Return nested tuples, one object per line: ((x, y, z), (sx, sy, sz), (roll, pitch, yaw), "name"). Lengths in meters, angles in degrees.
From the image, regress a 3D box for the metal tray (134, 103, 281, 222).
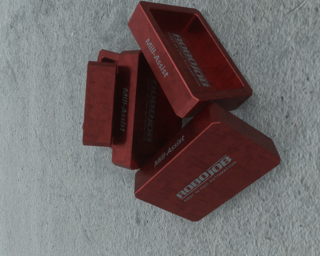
((0.045, 0.043, 0.325), (0.129, 0.090, 0.030), (-46, 28, 30), "metal tray")

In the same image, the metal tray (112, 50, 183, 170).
((-0.010, -0.021, 0.371), (0.030, 0.091, 0.129), (8, 96, 39), "metal tray")

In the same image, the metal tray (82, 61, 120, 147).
((-0.070, -0.030, 0.388), (0.130, 0.030, 0.089), (-140, 54, -83), "metal tray")

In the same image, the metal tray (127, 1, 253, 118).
((0.032, -0.076, 0.333), (0.030, 0.091, 0.130), (-49, 60, 45), "metal tray")

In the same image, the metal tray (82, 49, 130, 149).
((-0.063, -0.041, 0.453), (0.090, 0.030, 0.129), (25, 106, 36), "metal tray")
